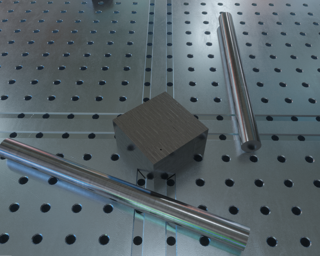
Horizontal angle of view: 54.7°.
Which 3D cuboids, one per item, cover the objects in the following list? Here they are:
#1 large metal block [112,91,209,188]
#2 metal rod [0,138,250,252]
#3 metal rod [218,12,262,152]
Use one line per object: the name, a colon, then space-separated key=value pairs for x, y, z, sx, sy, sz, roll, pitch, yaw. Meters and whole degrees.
large metal block: x=0.000 y=0.011 z=0.382 sx=0.081 sy=0.050 sz=0.080 roll=-31 pitch=57 yaw=-24
metal rod: x=-0.052 y=0.068 z=0.349 sx=0.301 sy=0.025 sz=0.025 roll=18 pitch=52 yaw=14
metal rod: x=0.118 y=-0.092 z=0.485 sx=0.025 sy=0.025 sz=0.300 roll=1 pitch=50 yaw=1
